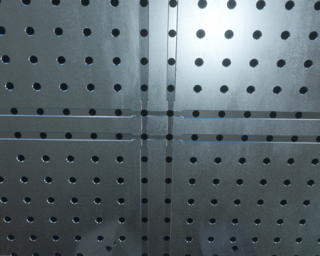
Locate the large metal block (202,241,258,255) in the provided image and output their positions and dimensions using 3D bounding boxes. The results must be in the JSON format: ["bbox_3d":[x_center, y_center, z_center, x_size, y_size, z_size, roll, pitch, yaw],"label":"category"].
[{"bbox_3d":[0.117,0.234,0.487,0.080,0.050,0.080,-13,110,5],"label":"large metal block"}]

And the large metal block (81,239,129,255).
[{"bbox_3d":[-0.085,0.235,0.486,0.080,0.050,0.080,-29,108,10],"label":"large metal block"}]
